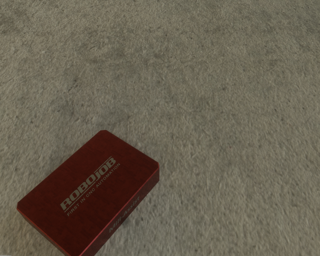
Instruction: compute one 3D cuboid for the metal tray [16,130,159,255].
[{"bbox_3d":[-0.073,0.069,0.341,0.090,0.030,0.131,30,56,22],"label":"metal tray"}]
